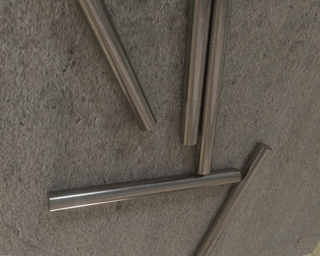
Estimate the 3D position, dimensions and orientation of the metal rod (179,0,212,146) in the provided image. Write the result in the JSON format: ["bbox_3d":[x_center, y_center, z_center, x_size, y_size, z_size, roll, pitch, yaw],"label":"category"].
[{"bbox_3d":[0.044,-0.110,0.362,0.025,0.025,0.298,-12,124,-22],"label":"metal rod"}]

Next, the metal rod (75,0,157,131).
[{"bbox_3d":[-0.063,-0.112,0.302,0.025,0.025,0.299,-31,129,-9],"label":"metal rod"}]

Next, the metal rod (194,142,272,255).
[{"bbox_3d":[0.120,0.159,0.570,0.025,0.025,0.298,11,113,-33],"label":"metal rod"}]

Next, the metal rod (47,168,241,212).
[{"bbox_3d":[-0.005,0.086,0.456,0.303,0.025,0.025,-3,120,-27],"label":"metal rod"}]

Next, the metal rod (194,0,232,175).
[{"bbox_3d":[0.068,-0.062,0.405,0.025,0.025,0.298,-13,124,-21],"label":"metal rod"}]
